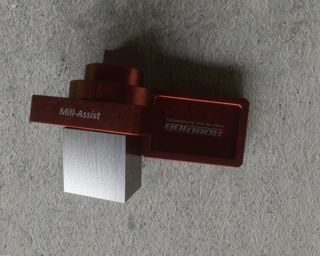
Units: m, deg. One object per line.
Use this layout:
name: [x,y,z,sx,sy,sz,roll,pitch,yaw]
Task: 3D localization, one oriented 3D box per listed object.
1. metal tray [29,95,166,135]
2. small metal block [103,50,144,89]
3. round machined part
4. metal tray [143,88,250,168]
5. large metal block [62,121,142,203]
metal tray: [-0.069,-0.014,0.361,0.130,0.090,0.030,7,91,18]
small metal block: [-0.049,-0.074,0.411,0.050,0.025,0.050,7,90,-1]
round machined part: [-0.054,-0.048,0.363,0.099,0.098,0.042,6,90,-1]
metal tray: [0.045,0.000,0.409,0.131,0.030,0.089,6,90,-1]
large metal block: [-0.069,0.038,0.379,0.080,0.050,0.079,6,103,17]
